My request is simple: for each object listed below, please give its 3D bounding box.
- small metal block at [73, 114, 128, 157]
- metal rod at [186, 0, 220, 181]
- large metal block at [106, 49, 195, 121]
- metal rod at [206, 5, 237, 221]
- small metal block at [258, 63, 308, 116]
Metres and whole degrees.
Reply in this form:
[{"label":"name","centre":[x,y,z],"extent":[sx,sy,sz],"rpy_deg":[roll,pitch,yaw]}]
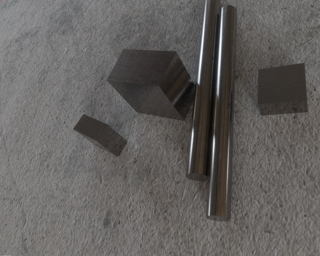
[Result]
[{"label":"small metal block","centre":[-0.081,0.010,0.422],"extent":[0.050,0.050,0.025],"rpy_deg":[21,73,35]},{"label":"metal rod","centre":[0.062,-0.076,0.416],"extent":[0.025,0.025,0.299],"rpy_deg":[-5,59,25]},{"label":"large metal block","centre":[-0.007,-0.056,0.406],"extent":[0.080,0.080,0.050],"rpy_deg":[12,68,32]},{"label":"metal rod","centre":[0.080,-0.039,0.384],"extent":[0.025,0.025,0.299],"rpy_deg":[-5,59,25]},{"label":"small metal block","centre":[0.141,-0.044,0.357],"extent":[0.050,0.025,0.050],"rpy_deg":[-4,60,26]}]
